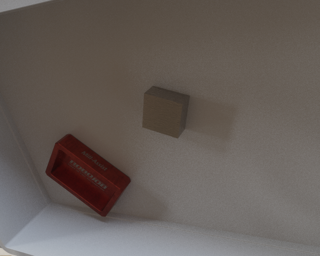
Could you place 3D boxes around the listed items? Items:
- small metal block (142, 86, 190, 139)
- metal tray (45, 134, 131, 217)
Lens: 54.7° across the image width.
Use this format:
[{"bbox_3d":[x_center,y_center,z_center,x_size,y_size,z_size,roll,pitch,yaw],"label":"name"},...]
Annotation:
[{"bbox_3d":[0.007,-0.020,0.391,0.050,0.025,0.050,17,125,17],"label":"small metal block"},{"bbox_3d":[-0.123,0.081,0.517,0.130,0.030,0.089,36,129,3],"label":"metal tray"}]
